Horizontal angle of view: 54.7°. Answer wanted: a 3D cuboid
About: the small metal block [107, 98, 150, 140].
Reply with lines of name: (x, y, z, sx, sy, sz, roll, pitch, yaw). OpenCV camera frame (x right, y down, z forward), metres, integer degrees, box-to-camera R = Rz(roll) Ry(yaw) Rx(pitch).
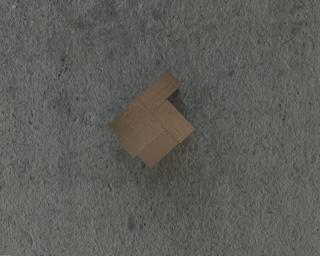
small metal block: (-0.037, -0.010, 0.398, 0.050, 0.050, 0.025, -43, 91, 0)

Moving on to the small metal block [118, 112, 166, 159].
small metal block: (-0.020, 0.008, 0.373, 0.050, 0.050, 0.025, -43, 91, 0)

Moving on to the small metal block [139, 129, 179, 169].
small metal block: (-0.011, 0.018, 0.411, 0.050, 0.025, 0.050, -43, 91, 0)

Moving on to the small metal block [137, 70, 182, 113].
small metal block: (-0.001, -0.044, 0.398, 0.050, 0.050, 0.025, -43, 91, 0)

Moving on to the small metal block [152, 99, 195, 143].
small metal block: (0.016, -0.008, 0.399, 0.025, 0.050, 0.050, -43, 91, 0)
